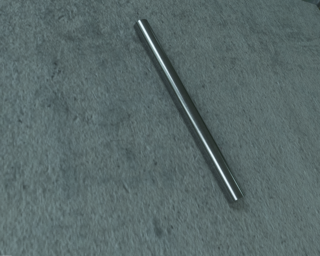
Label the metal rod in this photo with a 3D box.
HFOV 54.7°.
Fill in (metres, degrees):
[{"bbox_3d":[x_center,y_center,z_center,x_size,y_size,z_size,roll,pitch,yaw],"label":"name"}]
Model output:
[{"bbox_3d":[0.035,-0.035,0.445,0.025,0.025,0.299,-15,70,-35],"label":"metal rod"}]
